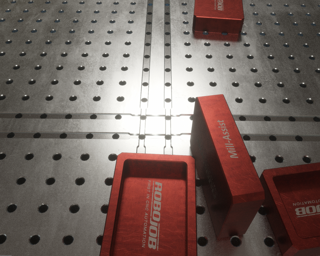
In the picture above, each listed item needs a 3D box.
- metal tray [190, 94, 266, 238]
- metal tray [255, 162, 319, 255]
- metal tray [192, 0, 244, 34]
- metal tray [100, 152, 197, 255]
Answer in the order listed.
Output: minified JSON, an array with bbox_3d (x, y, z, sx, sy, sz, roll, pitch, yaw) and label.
[{"bbox_3d":[0.065,0.038,0.333,0.030,0.089,0.130,-7,51,-6],"label":"metal tray"},{"bbox_3d":[0.184,0.083,0.336,0.131,0.030,0.090,-6,50,-6],"label":"metal tray"},{"bbox_3d":[0.112,-0.236,0.604,0.091,0.030,0.130,5,50,4],"label":"metal tray"},{"bbox_3d":[-0.008,0.089,0.329,0.091,0.030,0.130,3,50,2],"label":"metal tray"}]
